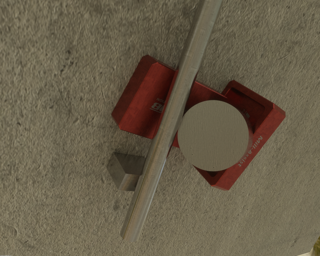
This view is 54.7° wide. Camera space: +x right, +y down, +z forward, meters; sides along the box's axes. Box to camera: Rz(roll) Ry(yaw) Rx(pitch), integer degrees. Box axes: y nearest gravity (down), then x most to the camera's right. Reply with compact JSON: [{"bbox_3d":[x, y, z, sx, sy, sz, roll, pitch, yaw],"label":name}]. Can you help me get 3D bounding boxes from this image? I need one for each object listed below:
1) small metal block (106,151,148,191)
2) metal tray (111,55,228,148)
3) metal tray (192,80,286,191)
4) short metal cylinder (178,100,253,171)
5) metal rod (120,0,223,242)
[{"bbox_3d":[-0.037,0.058,0.409,0.050,0.050,0.025,13,112,-34],"label":"small metal block"},{"bbox_3d":[0.016,-0.026,0.398,0.131,0.030,0.090,20,108,-36],"label":"metal tray"},{"bbox_3d":[0.095,0.008,0.425,0.030,0.090,0.129,26,104,-37],"label":"metal tray"},{"bbox_3d":[0.067,0.009,0.369,0.080,0.080,0.050,-56,161,11],"label":"short metal cylinder"},{"bbox_3d":[0.009,-0.001,0.363,0.025,0.025,0.298,11,104,-34],"label":"metal rod"}]
